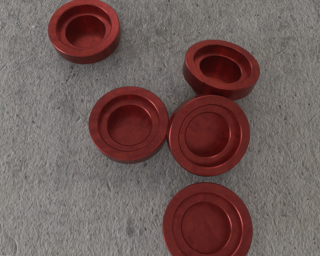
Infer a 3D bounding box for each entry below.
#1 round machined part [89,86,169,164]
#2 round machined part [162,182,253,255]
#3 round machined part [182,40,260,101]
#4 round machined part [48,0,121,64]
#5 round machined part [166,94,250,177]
[{"bbox_3d":[-0.038,-0.001,0.399,0.099,0.042,0.098,0,70,0],"label":"round machined part"},{"bbox_3d":[0.052,0.115,0.357,0.099,0.042,0.098,0,70,0],"label":"round machined part"},{"bbox_3d":[0.078,-0.071,0.415,0.099,0.042,0.098,4,52,-5],"label":"round machined part"},{"bbox_3d":[-0.105,-0.134,0.447,0.099,0.042,0.098,0,70,0],"label":"round machined part"},{"bbox_3d":[0.056,0.007,0.382,0.099,0.042,0.097,-2,99,-9],"label":"round machined part"}]
